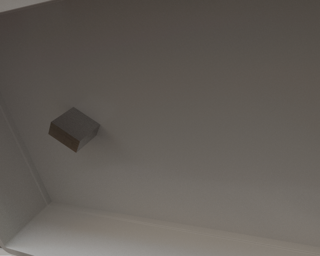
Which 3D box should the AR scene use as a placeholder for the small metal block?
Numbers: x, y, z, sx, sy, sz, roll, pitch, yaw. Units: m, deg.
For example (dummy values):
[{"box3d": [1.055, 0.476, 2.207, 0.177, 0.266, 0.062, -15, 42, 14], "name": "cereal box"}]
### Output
[{"box3d": [-0.126, 0.002, 0.458, 0.050, 0.050, 0.025, 33, 129, 6], "name": "small metal block"}]
